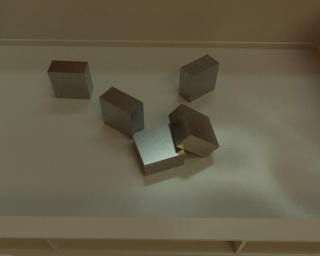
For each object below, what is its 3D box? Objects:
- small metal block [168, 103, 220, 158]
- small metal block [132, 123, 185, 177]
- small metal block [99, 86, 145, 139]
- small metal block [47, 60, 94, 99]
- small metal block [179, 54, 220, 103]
[{"bbox_3d":[0.042,0.004,0.386,0.050,0.025,0.050,23,39,-36],"label":"small metal block"},{"bbox_3d":[-0.003,0.026,0.383,0.050,0.025,0.050,-15,52,-13],"label":"small metal block"},{"bbox_3d":[-0.049,-0.019,0.404,0.050,0.050,0.025,28,56,21],"label":"small metal block"},{"bbox_3d":[-0.127,-0.068,0.445,0.050,0.050,0.025,2,50,1],"label":"small metal block"},{"bbox_3d":[0.056,-0.072,0.450,0.050,0.050,0.025,-30,57,-23],"label":"small metal block"}]
